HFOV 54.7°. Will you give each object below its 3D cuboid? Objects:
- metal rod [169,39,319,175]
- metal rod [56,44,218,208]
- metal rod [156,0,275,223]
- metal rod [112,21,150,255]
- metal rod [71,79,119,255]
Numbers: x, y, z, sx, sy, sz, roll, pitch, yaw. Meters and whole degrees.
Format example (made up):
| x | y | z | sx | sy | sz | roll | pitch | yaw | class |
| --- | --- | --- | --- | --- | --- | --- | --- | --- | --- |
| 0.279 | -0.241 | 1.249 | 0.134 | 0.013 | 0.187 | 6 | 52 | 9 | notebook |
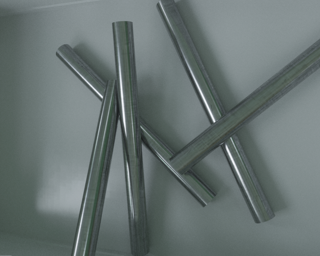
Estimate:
| x | y | z | sx | sy | sz | roll | pitch | yaw | class |
| --- | --- | --- | --- | --- | --- | --- | --- | --- | --- |
| 0.134 | -0.048 | 0.345 | 0.300 | 0.025 | 0.025 | -39 | 78 | 8 | metal rod |
| -0.040 | -0.012 | 0.423 | 0.300 | 0.025 | 0.025 | 45 | 104 | 14 | metal rod |
| 0.065 | -0.028 | 0.386 | 0.025 | 0.025 | 0.299 | -26 | 82 | 18 | metal rod |
| -0.036 | 0.020 | 0.397 | 0.025 | 0.025 | 0.298 | -1 | 99 | 19 | metal rod |
| -0.076 | 0.079 | 0.355 | 0.025 | 0.025 | 0.299 | -2 | 66 | 19 | metal rod |
